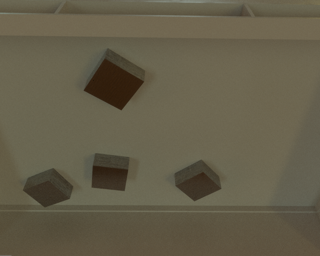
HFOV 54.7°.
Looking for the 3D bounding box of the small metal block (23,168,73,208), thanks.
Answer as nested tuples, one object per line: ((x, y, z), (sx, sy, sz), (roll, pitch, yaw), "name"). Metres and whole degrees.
((-0.175, 0.095, 0.488), (0.050, 0.025, 0.050), (-21, 127, 17), "small metal block")

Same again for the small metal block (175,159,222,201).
((0.059, 0.082, 0.479), (0.050, 0.025, 0.050), (-32, 124, 24), "small metal block")

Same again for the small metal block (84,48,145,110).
((-0.053, -0.056, 0.361), (0.050, 0.025, 0.050), (28, 125, -22), "small metal block")

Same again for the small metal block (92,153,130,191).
((-0.074, 0.067, 0.465), (0.050, 0.025, 0.050), (8, 130, -7), "small metal block")
